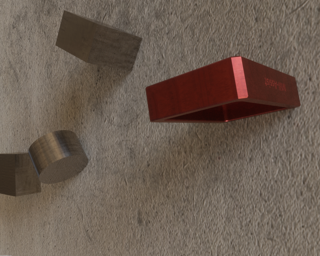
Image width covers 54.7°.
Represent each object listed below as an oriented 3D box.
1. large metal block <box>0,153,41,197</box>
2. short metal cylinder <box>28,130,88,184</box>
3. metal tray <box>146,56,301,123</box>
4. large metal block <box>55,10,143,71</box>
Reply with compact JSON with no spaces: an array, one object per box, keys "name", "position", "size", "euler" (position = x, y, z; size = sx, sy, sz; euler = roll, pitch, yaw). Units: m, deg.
[{"name":"large metal block","position":[-0.285,0.090,0.624],"size":[0.080,0.050,0.080],"euler":[-4,88,40]},{"name":"short metal cylinder","position":[-0.165,0.048,0.506],"size":[0.080,0.081,0.050],"euler":[-47,62,30]},{"name":"metal tray","position":[0.062,-0.028,0.285],"size":[0.090,0.131,0.030],"euler":[-13,82,39]},{"name":"large metal block","position":[-0.087,-0.123,0.441],"size":[0.080,0.081,0.050],"euler":[32,110,35]}]
